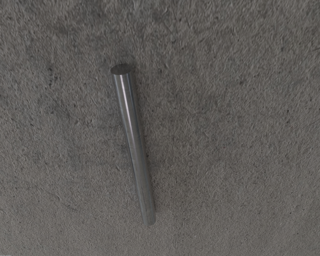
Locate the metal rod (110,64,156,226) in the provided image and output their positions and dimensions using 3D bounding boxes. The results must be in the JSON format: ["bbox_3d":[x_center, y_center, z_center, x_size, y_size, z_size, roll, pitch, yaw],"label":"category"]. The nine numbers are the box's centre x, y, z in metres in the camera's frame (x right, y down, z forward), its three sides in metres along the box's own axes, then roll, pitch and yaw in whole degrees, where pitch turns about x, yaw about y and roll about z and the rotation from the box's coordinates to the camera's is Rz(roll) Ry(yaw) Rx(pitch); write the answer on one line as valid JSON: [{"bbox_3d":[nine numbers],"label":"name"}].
[{"bbox_3d":[-0.031,0.047,0.446,0.025,0.025,0.298,-4,130,3],"label":"metal rod"}]
